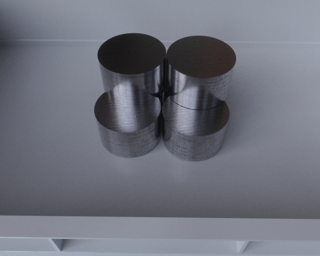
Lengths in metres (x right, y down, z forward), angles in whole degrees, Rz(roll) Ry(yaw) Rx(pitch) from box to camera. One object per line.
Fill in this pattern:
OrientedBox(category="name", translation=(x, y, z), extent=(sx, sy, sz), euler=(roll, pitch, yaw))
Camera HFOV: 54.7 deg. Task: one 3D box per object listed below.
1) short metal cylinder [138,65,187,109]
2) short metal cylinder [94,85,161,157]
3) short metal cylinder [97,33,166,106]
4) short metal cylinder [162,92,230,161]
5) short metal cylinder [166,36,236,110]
OrientedBox(category="short metal cylinder", translation=(0.006, -0.061, 0.438), extent=(0.080, 0.050, 0.080), euler=(0, 50, 0))
OrientedBox(category="short metal cylinder", translation=(-0.039, -0.010, 0.394), extent=(0.080, 0.050, 0.080), euler=(0, 50, 0))
OrientedBox(category="short metal cylinder", translation=(-0.033, -0.073, 0.383), extent=(0.080, 0.050, 0.080), euler=(0, 50, 0))
OrientedBox(category="short metal cylinder", translation=(0.043, -0.005, 0.391), extent=(0.080, 0.050, 0.080), euler=(0, 50, 0))
OrientedBox(category="short metal cylinder", translation=(0.048, -0.068, 0.378), extent=(0.080, 0.050, 0.080), euler=(0, 50, 0))
